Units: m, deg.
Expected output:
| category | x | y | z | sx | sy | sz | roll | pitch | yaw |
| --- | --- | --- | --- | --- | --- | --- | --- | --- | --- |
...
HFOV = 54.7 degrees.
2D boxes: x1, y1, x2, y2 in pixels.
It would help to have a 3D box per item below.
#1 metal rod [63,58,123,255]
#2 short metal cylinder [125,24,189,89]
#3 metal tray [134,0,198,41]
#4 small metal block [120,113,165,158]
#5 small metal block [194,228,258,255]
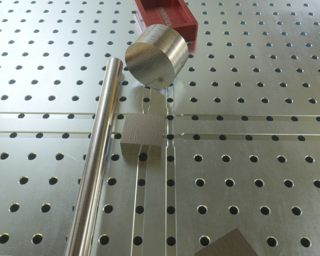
| category | x | y | z | sx | sy | sz | roll | pitch | yaw |
| --- | --- | --- | --- | --- | --- | --- | --- | --- | --- |
| metal rod | -0.076 | 0.013 | 0.395 | 0.025 | 0.025 | 0.300 | 2 | 50 | 1 |
| short metal cylinder | -0.004 | -0.105 | 0.460 | 0.080 | 0.080 | 0.050 | 20 | 53 | 16 |
| metal tray | 0.008 | -0.209 | 0.579 | 0.091 | 0.030 | 0.130 | -12 | 51 | -10 |
| small metal block | -0.021 | 0.009 | 0.400 | 0.050 | 0.025 | 0.050 | 4 | 50 | 3 |
| small metal block | 0.067 | 0.133 | 0.296 | 0.050 | 0.025 | 0.050 | -24 | 54 | -19 |
